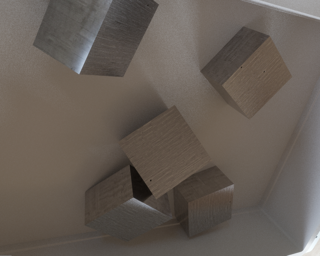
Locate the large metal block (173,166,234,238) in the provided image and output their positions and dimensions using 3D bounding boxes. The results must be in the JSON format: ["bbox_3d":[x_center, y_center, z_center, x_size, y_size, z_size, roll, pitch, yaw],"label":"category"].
[{"bbox_3d":[0.070,0.119,0.504,0.081,0.050,0.079,-17,126,-19],"label":"large metal block"}]

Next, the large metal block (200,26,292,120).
[{"bbox_3d":[0.115,-0.072,0.411,0.080,0.050,0.080,-46,129,4],"label":"large metal block"}]

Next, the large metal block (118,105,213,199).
[{"bbox_3d":[0.005,0.029,0.387,0.080,0.050,0.080,-34,89,-7],"label":"large metal block"}]

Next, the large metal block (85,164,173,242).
[{"bbox_3d":[-0.043,0.104,0.418,0.080,0.050,0.080,-33,132,19],"label":"large metal block"}]

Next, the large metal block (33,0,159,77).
[{"bbox_3d":[-0.053,-0.094,0.279,0.080,0.050,0.080,-61,167,16],"label":"large metal block"}]
